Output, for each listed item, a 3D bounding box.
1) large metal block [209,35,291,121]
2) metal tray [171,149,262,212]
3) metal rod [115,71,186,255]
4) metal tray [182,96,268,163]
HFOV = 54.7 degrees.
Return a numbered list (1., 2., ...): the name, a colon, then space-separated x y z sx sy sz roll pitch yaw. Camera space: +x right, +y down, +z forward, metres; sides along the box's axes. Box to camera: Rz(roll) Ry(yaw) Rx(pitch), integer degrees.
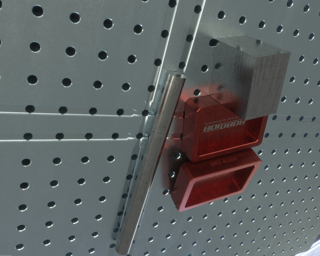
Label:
1. large metal block: 0.110 -0.067 0.396 0.050 0.080 0.079 -13 124 -22
2. metal tray: 0.089 0.082 0.495 0.131 0.030 0.089 -11 138 -23
3. metal rod: -0.020 0.064 0.441 0.025 0.025 0.298 3 117 -30
4. metal tray: 0.099 -0.006 0.460 0.131 0.030 0.089 -11 124 -23
